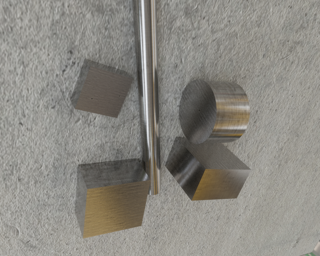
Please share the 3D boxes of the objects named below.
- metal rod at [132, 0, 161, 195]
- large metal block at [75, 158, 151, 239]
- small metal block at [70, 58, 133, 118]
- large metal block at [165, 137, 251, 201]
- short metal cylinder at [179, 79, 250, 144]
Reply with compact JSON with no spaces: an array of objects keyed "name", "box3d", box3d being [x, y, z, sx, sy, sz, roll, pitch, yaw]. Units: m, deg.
[{"name":"metal rod","box3d":[-0.014,-0.036,0.377,0.025,0.025,0.298,-15,125,-20]},{"name":"large metal block","box3d":[-0.065,0.091,0.412,0.081,0.050,0.079,-4,120,-27]},{"name":"small metal block","box3d":[-0.065,-0.043,0.345,0.050,0.025,0.050,12,112,-34]},{"name":"large metal block","box3d":[0.066,0.056,0.443,0.081,0.080,0.050,5,116,-31]},{"name":"short metal cylinder","box3d":[0.067,-0.020,0.395,0.050,0.080,0.079,0,119,-28]}]
